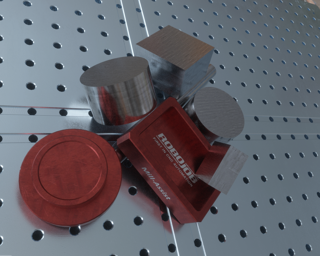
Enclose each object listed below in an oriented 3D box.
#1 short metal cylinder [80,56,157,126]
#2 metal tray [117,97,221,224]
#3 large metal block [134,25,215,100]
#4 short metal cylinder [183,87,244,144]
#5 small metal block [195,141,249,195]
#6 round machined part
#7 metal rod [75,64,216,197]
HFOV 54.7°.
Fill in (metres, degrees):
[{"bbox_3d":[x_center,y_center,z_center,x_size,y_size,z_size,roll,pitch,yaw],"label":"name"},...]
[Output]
[{"bbox_3d":[-0.048,-0.046,0.368,0.080,0.050,0.080,-9,33,6],"label":"short metal cylinder"},{"bbox_3d":[0.021,0.038,0.375,0.130,0.030,0.090,52,51,-7],"label":"metal tray"},{"bbox_3d":[0.019,-0.097,0.446,0.080,0.050,0.080,32,49,18],"label":"large metal block"},{"bbox_3d":[0.070,-0.011,0.435,0.081,0.050,0.080,14,56,-21],"label":"short metal cylinder"},{"bbox_3d":[0.071,0.045,0.365,0.025,0.050,0.050,32,87,-11],"label":"small metal block"},{"bbox_3d":[-0.087,0.046,0.306,0.099,0.042,0.098,4,68,-10],"label":"round machined part"},{"bbox_3d":[-0.004,-0.013,0.416,0.025,0.025,0.302,44,52,2],"label":"metal rod"}]
